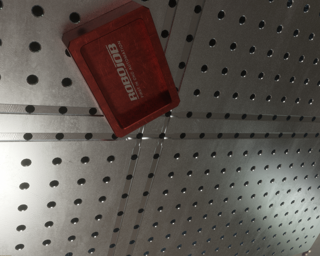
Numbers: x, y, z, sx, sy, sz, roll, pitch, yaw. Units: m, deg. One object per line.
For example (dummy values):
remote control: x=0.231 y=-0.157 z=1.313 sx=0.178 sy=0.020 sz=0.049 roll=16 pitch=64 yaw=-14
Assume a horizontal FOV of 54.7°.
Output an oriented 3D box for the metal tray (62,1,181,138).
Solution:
metal tray: x=-0.037 y=-0.061 z=0.350 sx=0.090 sy=0.030 sz=0.129 roll=-30 pitch=129 yaw=-10
